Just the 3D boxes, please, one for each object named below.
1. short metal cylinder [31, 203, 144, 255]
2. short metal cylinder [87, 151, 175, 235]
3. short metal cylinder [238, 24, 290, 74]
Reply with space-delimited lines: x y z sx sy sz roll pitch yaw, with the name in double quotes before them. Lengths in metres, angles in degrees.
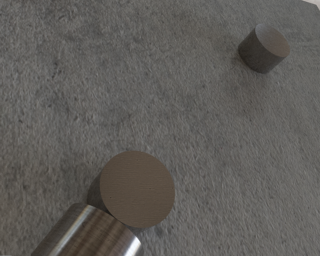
"short metal cylinder" -0.061 0.111 0.269 0.080 0.080 0.050 38 51 -3
"short metal cylinder" -0.031 0.071 0.329 0.081 0.050 0.080 14 56 -21
"short metal cylinder" 0.198 -0.151 0.589 0.081 0.050 0.080 14 56 -21
